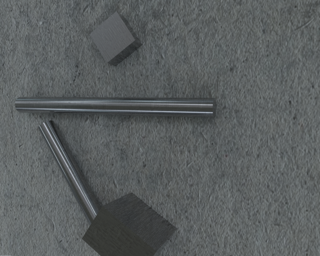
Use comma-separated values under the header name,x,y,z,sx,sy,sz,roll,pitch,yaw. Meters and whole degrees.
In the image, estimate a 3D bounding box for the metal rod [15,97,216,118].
name,x,y,z,sx,sy,sz,roll,pitch,yaw
metal rod,-0.074,-0.031,0.433,0.301,0.025,0.025,2,91,19

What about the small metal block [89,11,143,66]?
name,x,y,z,sx,sy,sz,roll,pitch,yaw
small metal block,-0.061,-0.123,0.429,0.050,0.025,0.050,-35,79,16

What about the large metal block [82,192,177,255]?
name,x,y,z,sx,sy,sz,roll,pitch,yaw
large metal block,-0.035,0.133,0.391,0.080,0.080,0.050,35,101,16

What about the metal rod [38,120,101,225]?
name,x,y,z,sx,sy,sz,roll,pitch,yaw
metal rod,-0.095,0.121,0.441,0.025,0.025,0.299,-35,79,16
